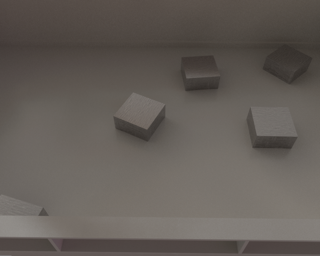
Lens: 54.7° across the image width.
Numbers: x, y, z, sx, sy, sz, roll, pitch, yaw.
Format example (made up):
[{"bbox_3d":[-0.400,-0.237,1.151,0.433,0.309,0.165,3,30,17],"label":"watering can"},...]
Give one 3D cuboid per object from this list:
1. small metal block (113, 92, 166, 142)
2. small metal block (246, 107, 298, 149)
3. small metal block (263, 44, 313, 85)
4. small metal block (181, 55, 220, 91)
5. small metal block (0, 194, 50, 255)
[{"bbox_3d":[-0.027,-0.016,0.418,0.050,0.025,0.050,22,53,17],"label":"small metal block"},{"bbox_3d":[0.145,-0.001,0.407,0.050,0.025,0.050,1,50,1],"label":"small metal block"},{"bbox_3d":[0.202,-0.102,0.492,0.050,0.025,0.050,-35,58,-26],"label":"small metal block"},{"bbox_3d":[0.061,-0.085,0.477,0.050,0.025,0.050,-4,50,-4],"label":"small metal block"},{"bbox_3d":[-0.152,0.102,0.318,0.050,0.025,0.050,14,51,11],"label":"small metal block"}]
